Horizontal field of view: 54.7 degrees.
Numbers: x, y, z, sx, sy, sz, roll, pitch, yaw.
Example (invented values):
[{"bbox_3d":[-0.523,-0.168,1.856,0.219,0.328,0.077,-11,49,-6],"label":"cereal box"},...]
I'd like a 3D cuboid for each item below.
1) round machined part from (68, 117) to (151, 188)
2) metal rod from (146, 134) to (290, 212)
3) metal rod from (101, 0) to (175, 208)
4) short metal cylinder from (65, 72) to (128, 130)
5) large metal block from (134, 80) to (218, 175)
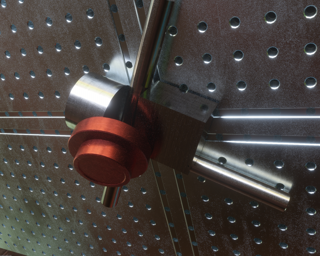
[{"bbox_3d":[-0.063,0.035,0.369,0.098,0.042,0.097,9,140,8],"label":"round machined part"},{"bbox_3d":[0.022,0.037,0.421,0.301,0.025,0.025,22,127,14],"label":"metal rod"},{"bbox_3d":[-0.036,-0.013,0.396,0.025,0.025,0.298,25,120,12],"label":"metal rod"},{"bbox_3d":[-0.075,-0.025,0.397,0.050,0.080,0.079,23,127,14],"label":"short metal cylinder"},{"bbox_3d":[0.016,-0.001,0.380,0.080,0.050,0.079,23,127,13],"label":"large metal block"}]
